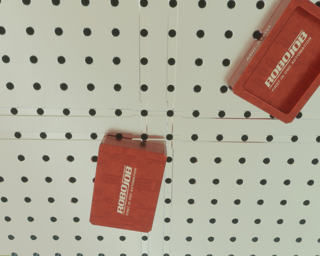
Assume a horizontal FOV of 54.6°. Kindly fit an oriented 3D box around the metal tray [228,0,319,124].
[{"bbox_3d":[0.158,-0.081,0.381,0.090,0.030,0.129,28,108,-10],"label":"metal tray"}]

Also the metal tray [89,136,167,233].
[{"bbox_3d":[-0.046,0.082,0.440,0.090,0.030,0.129,10,110,-4],"label":"metal tray"}]
